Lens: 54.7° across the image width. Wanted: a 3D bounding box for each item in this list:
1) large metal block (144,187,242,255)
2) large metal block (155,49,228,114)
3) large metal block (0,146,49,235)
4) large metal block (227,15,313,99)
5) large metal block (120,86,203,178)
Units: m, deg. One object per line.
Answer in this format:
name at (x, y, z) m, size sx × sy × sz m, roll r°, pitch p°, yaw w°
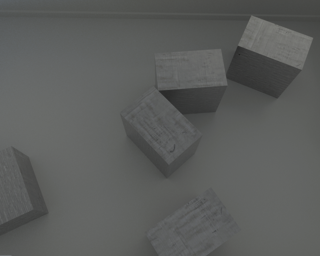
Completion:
large metal block at (0.032, 0.114, 0.339) m, size 0.080 × 0.080 × 0.050 m, roll -31°, pitch 73°, yaw -11°
large metal block at (0.036, -0.056, 0.401) m, size 0.081 × 0.080 × 0.050 m, roll -5°, pitch 70°, yaw -2°
large metal block at (-0.191, 0.079, 0.365) m, size 0.080 × 0.050 × 0.080 m, roll -24°, pitch 72°, yaw -9°
large metal block at (0.142, -0.092, 0.416) m, size 0.080 × 0.080 × 0.050 m, roll 23°, pitch 72°, yaw 8°
large metal block at (0.001, 0.009, 0.377) m, size 0.050 × 0.080 × 0.080 m, roll -41°, pitch 75°, yaw -13°
